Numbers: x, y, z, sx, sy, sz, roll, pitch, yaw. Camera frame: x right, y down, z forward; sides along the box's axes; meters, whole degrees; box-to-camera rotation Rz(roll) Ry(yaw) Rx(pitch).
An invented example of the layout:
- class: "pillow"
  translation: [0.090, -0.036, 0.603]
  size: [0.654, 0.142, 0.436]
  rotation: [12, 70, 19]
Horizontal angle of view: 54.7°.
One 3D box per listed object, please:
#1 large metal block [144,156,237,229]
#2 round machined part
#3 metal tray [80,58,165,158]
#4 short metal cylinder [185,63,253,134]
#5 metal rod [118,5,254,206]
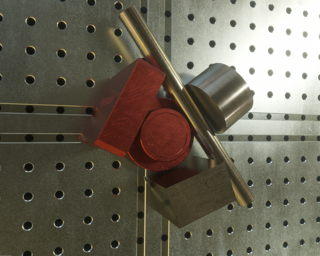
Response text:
- class: "large metal block"
  translation: [0.036, 0.077, 0.398]
  size: [0.081, 0.080, 0.050]
  rotation: [-20, 97, -19]
- class: "round machined part"
  translation: [0.001, 0.009, 0.405]
  size: [0.099, 0.042, 0.097]
  rotation: [0, 90, -21]
- class: "metal tray"
  translation: [-0.047, -0.020, 0.340]
  size: [0.030, 0.130, 0.090]
  rotation: [29, 80, -18]
- class: "short metal cylinder"
  translation: [0.075, -0.039, 0.411]
  size: [0.050, 0.080, 0.080]
  rotation: [-39, 103, -16]
- class: "metal rod"
  translation: [0.041, -0.020, 0.406]
  size: [0.025, 0.025, 0.299]
  rotation: [-37, 102, -16]
